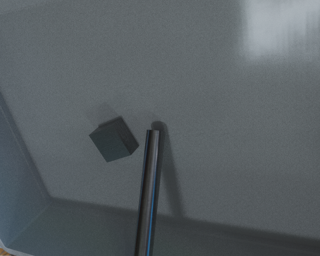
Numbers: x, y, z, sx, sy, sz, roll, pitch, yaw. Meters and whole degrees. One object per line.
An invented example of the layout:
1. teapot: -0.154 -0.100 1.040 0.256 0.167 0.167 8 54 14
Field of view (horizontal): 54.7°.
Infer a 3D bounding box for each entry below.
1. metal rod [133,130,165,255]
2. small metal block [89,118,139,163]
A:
1. metal rod: -0.021 0.152 0.406 0.025 0.025 0.298 4 86 26
2. small metal block: -0.067 0.018 0.454 0.050 0.025 0.050 -20 108 35
